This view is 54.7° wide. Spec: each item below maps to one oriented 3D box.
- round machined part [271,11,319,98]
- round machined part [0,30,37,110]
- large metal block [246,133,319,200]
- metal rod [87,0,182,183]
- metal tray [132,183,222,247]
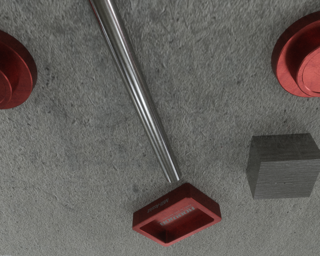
[{"bbox_3d":[0.177,-0.073,0.337,0.099,0.042,0.097,-1,130,0],"label":"round machined part"},{"bbox_3d":[-0.193,-0.059,0.343,0.099,0.042,0.097,-1,130,0],"label":"round machined part"},{"bbox_3d":[0.173,0.056,0.441,0.080,0.050,0.079,-3,130,2],"label":"large metal block"},{"bbox_3d":[-0.022,-0.036,0.376,0.025,0.025,0.299,-13,129,10],"label":"metal rod"},{"bbox_3d":[0.028,0.154,0.535,0.130,0.030,0.090,-36,122,26],"label":"metal tray"}]
